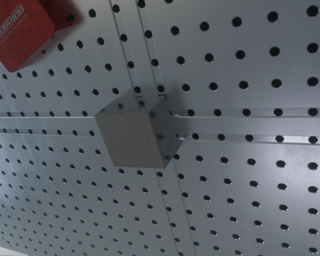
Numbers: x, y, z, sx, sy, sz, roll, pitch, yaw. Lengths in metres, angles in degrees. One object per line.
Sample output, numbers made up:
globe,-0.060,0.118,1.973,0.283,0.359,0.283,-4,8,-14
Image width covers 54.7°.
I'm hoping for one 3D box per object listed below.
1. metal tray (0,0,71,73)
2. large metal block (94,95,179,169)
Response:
metal tray,-0.191,-0.143,0.420,0.130,0.030,0.090,-24,106,36
large metal block,-0.029,0.006,0.414,0.080,0.050,0.080,-2,118,29
